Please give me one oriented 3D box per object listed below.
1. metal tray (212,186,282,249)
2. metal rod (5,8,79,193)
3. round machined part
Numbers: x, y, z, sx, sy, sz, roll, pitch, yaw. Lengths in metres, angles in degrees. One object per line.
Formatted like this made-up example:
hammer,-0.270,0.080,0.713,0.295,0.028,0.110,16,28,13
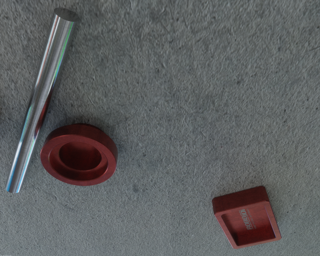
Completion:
metal tray,0.154,0.161,0.543,0.090,0.030,0.130,-19,128,14
metal rod,-0.160,-0.011,0.395,0.025,0.025,0.298,21,127,-17
round machined part,-0.107,0.032,0.422,0.099,0.042,0.097,-1,130,0
